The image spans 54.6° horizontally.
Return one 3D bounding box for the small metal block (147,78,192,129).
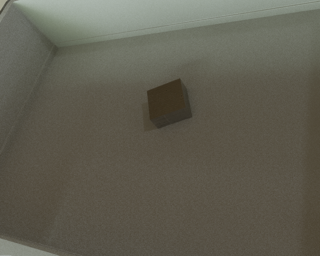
[{"bbox_3d":[0.012,-0.033,0.421,0.050,0.025,0.050,-19,54,17],"label":"small metal block"}]
